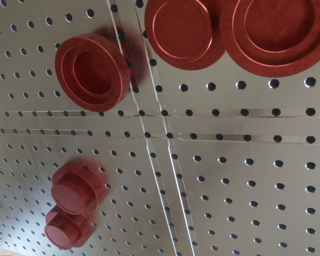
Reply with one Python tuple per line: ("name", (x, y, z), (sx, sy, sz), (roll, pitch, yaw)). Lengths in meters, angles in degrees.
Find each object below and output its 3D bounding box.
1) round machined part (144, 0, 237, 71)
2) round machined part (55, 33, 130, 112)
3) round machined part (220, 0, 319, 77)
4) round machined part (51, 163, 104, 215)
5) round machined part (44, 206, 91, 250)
("round machined part", (0.027, -0.106, 0.320), (0.098, 0.042, 0.097), (13, 124, 20))
("round machined part", (-0.081, -0.072, 0.396), (0.098, 0.042, 0.097), (13, 124, 20))
("round machined part", (0.105, -0.098, 0.277), (0.098, 0.042, 0.097), (7, 120, 12))
("round machined part", (-0.152, 0.114, 0.549), (0.098, 0.042, 0.097), (13, 124, 20))
("round machined part", (-0.194, 0.208, 0.628), (0.098, 0.042, 0.097), (13, 124, 20))
